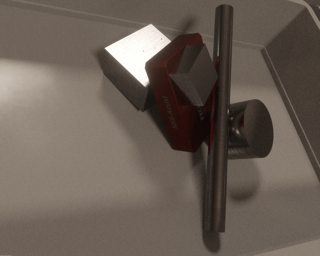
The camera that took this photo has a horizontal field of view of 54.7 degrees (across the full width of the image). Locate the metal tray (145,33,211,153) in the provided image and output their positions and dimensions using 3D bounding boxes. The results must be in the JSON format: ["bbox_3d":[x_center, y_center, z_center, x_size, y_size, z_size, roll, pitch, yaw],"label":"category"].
[{"bbox_3d":[0.035,-0.044,0.401,0.090,0.030,0.129,-49,131,-39],"label":"metal tray"}]

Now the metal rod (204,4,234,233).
[{"bbox_3d":[0.078,-0.022,0.403,0.025,0.025,0.299,11,76,-23],"label":"metal rod"}]

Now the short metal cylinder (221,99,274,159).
[{"bbox_3d":[0.116,0.003,0.433,0.081,0.050,0.080,10,76,-44],"label":"short metal cylinder"}]

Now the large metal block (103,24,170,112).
[{"bbox_3d":[-0.017,-0.081,0.415,0.080,0.050,0.080,-37,74,-28],"label":"large metal block"}]

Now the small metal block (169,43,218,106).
[{"bbox_3d":[0.040,-0.061,0.359,0.050,0.025,0.050,-61,138,-30],"label":"small metal block"}]
